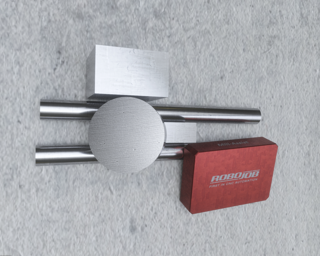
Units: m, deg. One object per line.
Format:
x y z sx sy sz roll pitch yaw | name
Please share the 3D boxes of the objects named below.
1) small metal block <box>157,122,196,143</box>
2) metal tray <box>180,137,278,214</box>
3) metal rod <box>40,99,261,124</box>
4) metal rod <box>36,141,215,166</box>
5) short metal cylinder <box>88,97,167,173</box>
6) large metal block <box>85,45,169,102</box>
0.013 0.005 0.402 0.050 0.050 0.025 1 90 -20 | small metal block
0.096 0.063 0.430 0.131 0.030 0.089 -4 109 -22 | metal tray
0.003 -0.020 0.412 0.303 0.025 0.025 1 90 -21 | metal rod
-0.002 0.031 0.411 0.303 0.025 0.025 0 90 -21 | metal rod
-0.034 0.008 0.347 0.080 0.050 0.079 0 88 3 | short metal cylinder
-0.042 -0.060 0.367 0.081 0.080 0.050 1 90 -20 | large metal block
